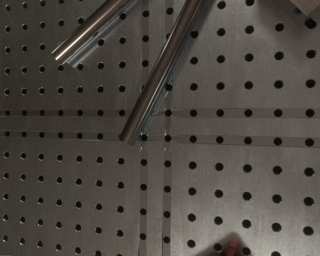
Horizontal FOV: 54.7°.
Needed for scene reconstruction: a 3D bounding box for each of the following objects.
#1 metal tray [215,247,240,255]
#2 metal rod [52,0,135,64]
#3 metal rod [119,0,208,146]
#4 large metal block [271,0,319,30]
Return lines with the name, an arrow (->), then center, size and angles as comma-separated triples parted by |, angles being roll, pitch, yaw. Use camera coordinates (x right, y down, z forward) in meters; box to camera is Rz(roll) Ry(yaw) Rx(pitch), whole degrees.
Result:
metal tray -> 0.064, 0.222, 0.386 | 0.130, 0.030, 0.090 | -38, 78, 15
metal rod -> -0.036, -0.191, 0.424 | 0.300, 0.025, 0.025 | -36, 79, 16
metal rod -> 0.022, -0.113, 0.404 | 0.025, 0.025, 0.298 | 30, 99, 17
large metal block -> 0.164, -0.172, 0.342 | 0.080, 0.050, 0.080 | -42, 77, 15
